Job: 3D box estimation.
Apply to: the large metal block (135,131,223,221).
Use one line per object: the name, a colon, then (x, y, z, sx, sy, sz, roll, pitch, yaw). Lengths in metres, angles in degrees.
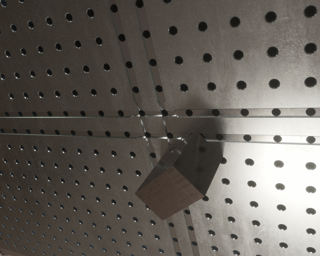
large metal block: (0.025, 0.061, 0.399, 0.050, 0.080, 0.080, 45, 129, -4)
